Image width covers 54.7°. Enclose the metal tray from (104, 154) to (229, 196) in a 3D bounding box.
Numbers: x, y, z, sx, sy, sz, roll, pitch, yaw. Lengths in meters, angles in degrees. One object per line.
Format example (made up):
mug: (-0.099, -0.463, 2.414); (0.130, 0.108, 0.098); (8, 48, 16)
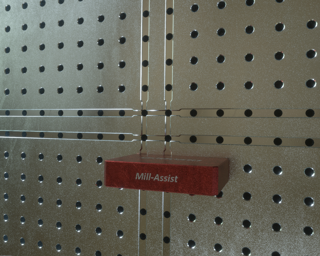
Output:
metal tray: (0.011, 0.053, 0.373); (0.130, 0.090, 0.030); (1, 91, 19)
